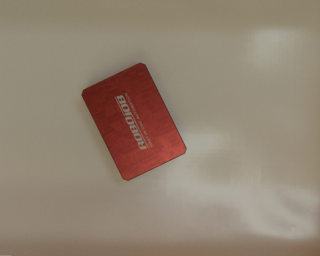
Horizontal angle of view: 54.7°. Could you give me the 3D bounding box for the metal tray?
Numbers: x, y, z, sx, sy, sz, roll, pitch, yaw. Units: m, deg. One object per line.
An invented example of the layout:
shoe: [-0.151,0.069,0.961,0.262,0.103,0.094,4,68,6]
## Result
metal tray: [-0.033,-0.008,0.409,0.090,0.030,0.129,-26,90,-1]
